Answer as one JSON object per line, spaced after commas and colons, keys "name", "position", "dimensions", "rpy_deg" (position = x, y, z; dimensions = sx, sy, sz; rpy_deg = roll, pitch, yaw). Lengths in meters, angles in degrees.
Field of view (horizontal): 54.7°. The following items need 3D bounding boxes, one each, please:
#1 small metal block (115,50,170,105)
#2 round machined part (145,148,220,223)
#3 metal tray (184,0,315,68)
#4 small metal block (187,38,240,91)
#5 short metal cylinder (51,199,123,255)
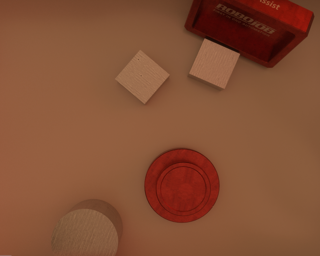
{"name": "small metal block", "position": [-0.023, -0.066, 0.411], "dimensions": [0.050, 0.025, 0.050], "rpy_deg": [40, 90, -1]}
{"name": "round machined part", "position": [0.029, 0.076, 0.403], "dimensions": [0.099, 0.042, 0.097], "rpy_deg": [0, 90, -1]}
{"name": "metal tray", "position": [0.102, -0.129, 0.377], "dimensions": [0.131, 0.090, 0.030], "rpy_deg": [25, 75, -1]}
{"name": "small metal block", "position": [0.071, -0.083, 0.412], "dimensions": [0.050, 0.025, 0.050], "rpy_deg": [24, 90, -1]}
{"name": "short metal cylinder", "position": [-0.091, 0.137, 0.398], "dimensions": [0.081, 0.050, 0.079], "rpy_deg": [0, 90, -1]}
